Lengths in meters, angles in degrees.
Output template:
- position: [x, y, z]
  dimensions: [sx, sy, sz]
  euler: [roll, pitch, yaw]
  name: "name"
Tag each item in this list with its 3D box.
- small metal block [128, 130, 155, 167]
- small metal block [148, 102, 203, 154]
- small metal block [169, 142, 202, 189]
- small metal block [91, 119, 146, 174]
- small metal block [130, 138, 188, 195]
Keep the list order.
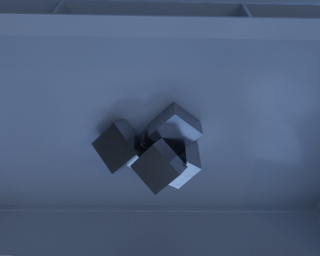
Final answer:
- position: [-0.019, 0.038, 0.439]
  dimensions: [0.050, 0.025, 0.050]
  euler: [35, 122, -26]
  name: "small metal block"
- position: [0.020, 0.002, 0.409]
  dimensions: [0.050, 0.025, 0.050]
  euler: [35, 122, -26]
  name: "small metal block"
- position: [0.030, 0.048, 0.432]
  dimensions: [0.025, 0.050, 0.050]
  euler: [29, 124, -22]
  name: "small metal block"
- position: [-0.055, 0.025, 0.411]
  dimensions: [0.050, 0.025, 0.050]
  euler: [-40, 82, 28]
  name: "small metal block"
- position: [-0.002, 0.050, 0.401]
  dimensions: [0.050, 0.025, 0.050]
  euler: [49, 121, 5]
  name: "small metal block"
